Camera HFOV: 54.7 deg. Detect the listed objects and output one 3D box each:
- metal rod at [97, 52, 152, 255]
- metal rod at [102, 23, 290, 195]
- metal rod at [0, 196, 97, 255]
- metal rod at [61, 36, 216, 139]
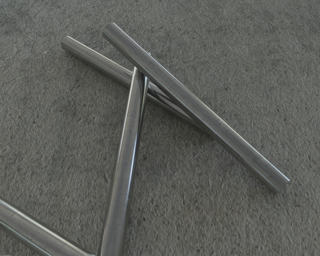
[{"bbox_3d":[-0.037,0.020,0.367,0.025,0.025,0.300,4,56,3],"label":"metal rod"},{"bbox_3d":[0.034,-0.034,0.389,0.025,0.025,0.300,-38,73,-27],"label":"metal rod"},{"bbox_3d":[-0.142,0.092,0.305,0.301,0.025,0.025,20,53,23],"label":"metal rod"},{"bbox_3d":[-0.041,-0.070,0.461,0.300,0.025,0.025,32,57,24],"label":"metal rod"}]
